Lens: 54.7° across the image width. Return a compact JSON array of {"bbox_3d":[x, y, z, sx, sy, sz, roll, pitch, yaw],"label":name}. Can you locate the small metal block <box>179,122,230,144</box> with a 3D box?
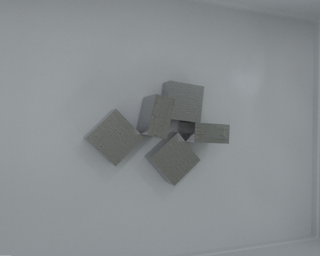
[{"bbox_3d":[0.058,0.007,0.418,0.050,0.050,0.025,3,89,-20],"label":"small metal block"}]

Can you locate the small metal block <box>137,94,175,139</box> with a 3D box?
[{"bbox_3d":[-0.007,-0.014,0.393,0.025,0.050,0.050,13,86,-20],"label":"small metal block"}]

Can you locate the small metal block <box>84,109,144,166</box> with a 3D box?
[{"bbox_3d":[-0.058,0.012,0.388,0.050,0.025,0.050,-47,105,-14],"label":"small metal block"}]

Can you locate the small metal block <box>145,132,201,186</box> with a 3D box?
[{"bbox_3d":[0.017,0.041,0.416,0.050,0.025,0.050,-43,104,-15],"label":"small metal block"}]

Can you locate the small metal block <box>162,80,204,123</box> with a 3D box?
[{"bbox_3d":[0.029,-0.034,0.421,0.050,0.025,0.050,7,88,-20],"label":"small metal block"}]
